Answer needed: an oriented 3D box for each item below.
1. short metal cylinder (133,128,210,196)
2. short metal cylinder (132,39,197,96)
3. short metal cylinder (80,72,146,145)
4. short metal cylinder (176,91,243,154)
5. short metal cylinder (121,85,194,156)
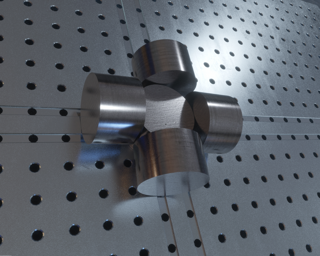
[{"bbox_3d":[0.012,0.041,0.353,0.081,0.080,0.050,6,59,-25],"label":"short metal cylinder"},{"bbox_3d":[0.005,-0.073,0.419,0.081,0.080,0.050,3,60,-27],"label":"short metal cylinder"},{"bbox_3d":[-0.056,-0.021,0.355,0.050,0.080,0.080,2,61,-28],"label":"short metal cylinder"},{"bbox_3d":[0.063,-0.006,0.411,0.050,0.080,0.080,4,60,-27],"label":"short metal cylinder"},{"bbox_3d":[-0.004,-0.008,0.395,0.081,0.050,0.080,14,55,-22],"label":"short metal cylinder"}]
